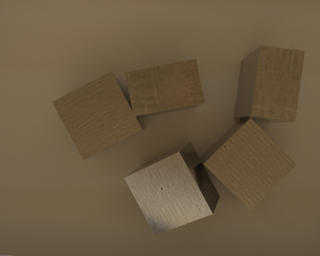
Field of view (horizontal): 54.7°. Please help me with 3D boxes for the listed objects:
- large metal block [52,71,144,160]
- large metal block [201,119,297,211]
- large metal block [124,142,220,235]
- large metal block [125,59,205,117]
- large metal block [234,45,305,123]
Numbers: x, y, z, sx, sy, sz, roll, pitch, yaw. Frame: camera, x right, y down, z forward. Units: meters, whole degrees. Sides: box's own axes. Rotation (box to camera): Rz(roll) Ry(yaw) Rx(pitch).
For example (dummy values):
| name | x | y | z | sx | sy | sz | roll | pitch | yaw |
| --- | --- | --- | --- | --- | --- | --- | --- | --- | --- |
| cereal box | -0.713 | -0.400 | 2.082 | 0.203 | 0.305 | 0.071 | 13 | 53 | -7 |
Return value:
| name | x | y | z | sx | sy | sz | roll | pitch | yaw |
| --- | --- | --- | --- | --- | --- | --- | --- | --- | --- |
| large metal block | -0.076 | -0.015 | 0.398 | 0.080 | 0.050 | 0.080 | -28 | 90 | 0 |
| large metal block | 0.109 | 0.044 | 0.400 | 0.080 | 0.050 | 0.080 | -45 | 90 | 0 |
| large metal block | 0.016 | 0.074 | 0.386 | 0.080 | 0.050 | 0.080 | -28 | 90 | 22 |
| large metal block | 0.005 | -0.045 | 0.384 | 0.080 | 0.080 | 0.050 | -11 | 90 | 0 |
| large metal block | 0.131 | -0.050 | 0.385 | 0.050 | 0.080 | 0.080 | 8 | 90 | 0 |
